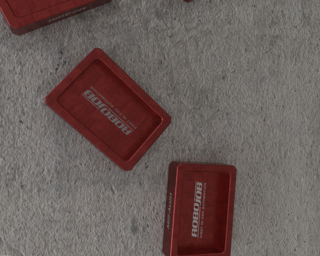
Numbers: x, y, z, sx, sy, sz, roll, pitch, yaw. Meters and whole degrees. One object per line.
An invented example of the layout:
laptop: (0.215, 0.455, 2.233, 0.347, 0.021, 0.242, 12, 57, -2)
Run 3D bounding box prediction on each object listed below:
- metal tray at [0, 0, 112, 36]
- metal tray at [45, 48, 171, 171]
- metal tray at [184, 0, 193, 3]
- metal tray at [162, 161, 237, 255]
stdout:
metal tray: (-0.128, -0.174, 0.358, 0.131, 0.030, 0.090, -29, 100, -18)
metal tray: (-0.061, -0.021, 0.383, 0.130, 0.030, 0.090, 44, 76, -15)
metal tray: (0.036, -0.251, 0.418, 0.090, 0.030, 0.130, 27, 81, -18)
metal tray: (0.055, 0.113, 0.426, 0.091, 0.030, 0.129, 5, 88, -20)
